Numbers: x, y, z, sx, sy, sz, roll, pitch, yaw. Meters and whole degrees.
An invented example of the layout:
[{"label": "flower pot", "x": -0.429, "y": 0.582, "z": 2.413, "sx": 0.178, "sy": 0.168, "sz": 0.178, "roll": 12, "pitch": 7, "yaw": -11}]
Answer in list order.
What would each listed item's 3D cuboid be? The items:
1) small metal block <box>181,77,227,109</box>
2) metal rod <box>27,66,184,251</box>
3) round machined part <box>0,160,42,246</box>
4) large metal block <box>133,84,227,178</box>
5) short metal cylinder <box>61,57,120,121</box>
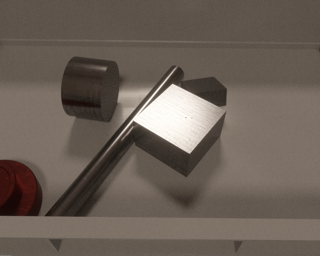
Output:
[{"label": "small metal block", "x": 0.061, "y": -0.049, "z": 0.437, "sx": 0.050, "sy": 0.025, "sz": 0.050, "roll": -9, "pitch": 30, "yaw": -9}, {"label": "metal rod", "x": -0.048, "y": 0.014, "z": 0.392, "sx": 0.025, "sy": 0.025, "sz": 0.301, "roll": 24, "pitch": 54, "yaw": 18}, {"label": "round machined part", "x": -0.182, "y": 0.074, "z": 0.330, "sx": 0.099, "sy": 0.042, "sz": 0.098, "roll": 0, "pitch": 50, "yaw": 0}, {"label": "large metal block", "x": 0.024, "y": 0.001, "z": 0.389, "sx": 0.080, "sy": 0.050, "sz": 0.080, "roll": 30, "pitch": 56, "yaw": 22}, {"label": "short metal cylinder", "x": -0.090, "y": -0.052, "z": 0.412, "sx": 0.050, "sy": 0.080, "sz": 0.080, "roll": 8, "pitch": 51, "yaw": 6}]
